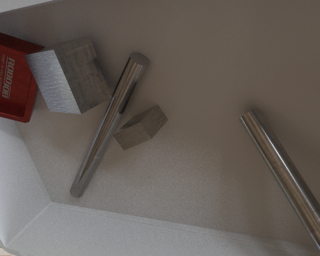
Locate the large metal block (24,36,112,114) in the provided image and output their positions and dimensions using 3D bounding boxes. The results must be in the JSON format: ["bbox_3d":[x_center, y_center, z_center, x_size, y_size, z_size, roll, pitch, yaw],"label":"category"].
[{"bbox_3d":[-0.118,-0.066,0.398,0.080,0.050,0.080,6,123,44],"label":"large metal block"}]

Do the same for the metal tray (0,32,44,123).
[{"bbox_3d":[-0.225,-0.071,0.450,0.091,0.030,0.129,16,131,-19],"label":"metal tray"}]

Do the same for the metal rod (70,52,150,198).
[{"bbox_3d":[-0.087,0.016,0.461,0.025,0.025,0.298,36,129,4],"label":"metal rod"}]

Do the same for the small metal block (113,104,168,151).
[{"bbox_3d":[-0.025,-0.001,0.404,0.050,0.050,0.025,-24,106,36],"label":"small metal block"}]

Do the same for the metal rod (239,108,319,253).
[{"bbox_3d":[0.167,0.112,0.308,0.025,0.025,0.299,-40,70,38],"label":"metal rod"}]
